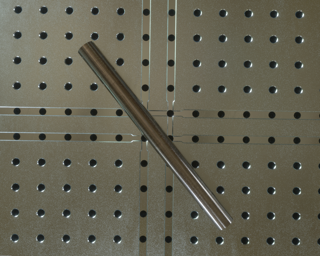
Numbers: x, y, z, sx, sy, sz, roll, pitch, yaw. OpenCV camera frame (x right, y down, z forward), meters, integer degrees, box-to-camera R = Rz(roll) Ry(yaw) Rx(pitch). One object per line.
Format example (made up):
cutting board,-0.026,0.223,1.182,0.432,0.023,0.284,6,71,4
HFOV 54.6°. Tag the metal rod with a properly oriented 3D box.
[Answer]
metal rod,-0.006,0.010,0.413,0.025,0.025,0.300,-38,90,0
